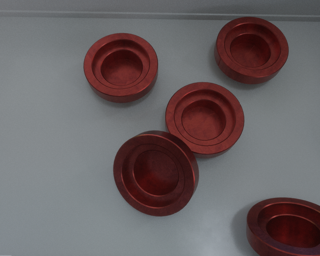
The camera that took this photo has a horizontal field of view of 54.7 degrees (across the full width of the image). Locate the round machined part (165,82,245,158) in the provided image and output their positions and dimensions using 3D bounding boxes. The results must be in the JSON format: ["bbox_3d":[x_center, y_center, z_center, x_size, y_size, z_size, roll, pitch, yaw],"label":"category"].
[{"bbox_3d":[0.056,-0.007,0.404,0.099,0.042,0.098,0,70,-1],"label":"round machined part"}]

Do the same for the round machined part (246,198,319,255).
[{"bbox_3d":[0.145,0.121,0.339,0.099,0.098,0.042,-5,110,-2],"label":"round machined part"}]

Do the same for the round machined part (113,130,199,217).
[{"bbox_3d":[-0.002,0.050,0.366,0.098,0.042,0.097,5,104,20],"label":"round machined part"}]

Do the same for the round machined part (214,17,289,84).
[{"bbox_3d":[0.126,-0.105,0.441,0.099,0.042,0.098,0,70,-1],"label":"round machined part"}]

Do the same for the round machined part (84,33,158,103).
[{"bbox_3d":[-0.052,-0.079,0.429,0.099,0.042,0.098,0,70,-1],"label":"round machined part"}]
